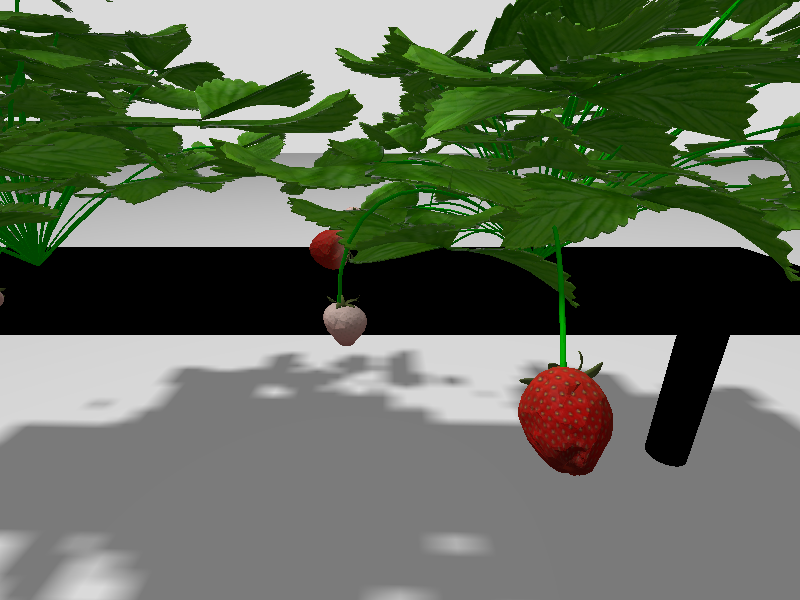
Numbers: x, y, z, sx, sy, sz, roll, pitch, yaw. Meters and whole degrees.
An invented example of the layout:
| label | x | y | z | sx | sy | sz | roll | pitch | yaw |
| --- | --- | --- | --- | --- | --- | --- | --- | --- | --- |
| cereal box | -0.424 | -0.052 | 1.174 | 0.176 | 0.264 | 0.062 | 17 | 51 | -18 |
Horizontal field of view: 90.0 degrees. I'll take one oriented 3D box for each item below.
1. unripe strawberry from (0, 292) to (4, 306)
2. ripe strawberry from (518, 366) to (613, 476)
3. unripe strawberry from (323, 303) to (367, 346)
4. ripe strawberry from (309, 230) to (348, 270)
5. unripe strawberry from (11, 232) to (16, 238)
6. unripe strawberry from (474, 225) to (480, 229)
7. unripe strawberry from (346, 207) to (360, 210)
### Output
| label | x | y | z | sx | sy | sz | roll | pitch | yaw |
| --- | --- | --- | --- | --- | --- | --- | --- | --- | --- |
| unripe strawberry | -0.273 | -0.001 | 0.262 | 0.017 | 0.020 | 0.019 | -11 | 30 | -26 |
| ripe strawberry | 0.056 | 0.042 | 0.136 | 0.031 | 0.035 | 0.033 | 6 | 41 | 14 |
| unripe strawberry | -0.031 | 0.014 | 0.222 | 0.021 | 0.025 | 0.025 | -20 | 30 | -41 |
| ripe strawberry | -0.061 | -0.045 | 0.350 | 0.034 | 0.035 | 0.031 | -2 | 22 | -2 |
| unripe strawberry | -0.432 | -0.070 | 0.443 | 0.011 | 0.011 | 0.011 | 18 | 28 | 37 |
| unripe strawberry | 0.091 | -0.090 | 0.477 | 0.011 | 0.011 | 0.010 | -5 | 22 | -12 |
| unripe strawberry | -0.063 | -0.107 | 0.520 | 0.028 | 0.025 | 0.026 | -22 | 10 | -42 |
